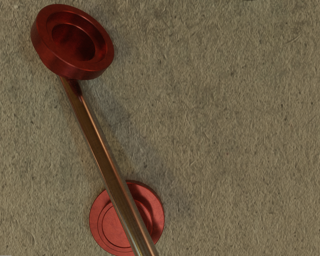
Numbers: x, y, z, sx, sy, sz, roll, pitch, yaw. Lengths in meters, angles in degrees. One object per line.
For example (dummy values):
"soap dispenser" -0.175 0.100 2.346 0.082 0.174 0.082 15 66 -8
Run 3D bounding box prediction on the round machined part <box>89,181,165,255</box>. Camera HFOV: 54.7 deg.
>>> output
"round machined part" -0.043 0.120 0.401 0.099 0.042 0.097 0 90 0

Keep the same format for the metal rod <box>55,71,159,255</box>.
"metal rod" -0.071 0.032 0.379 0.025 0.025 0.299 -26 78 0

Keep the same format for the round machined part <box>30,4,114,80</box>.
"round machined part" -0.110 -0.100 0.383 0.042 0.099 0.098 -37 90 41
